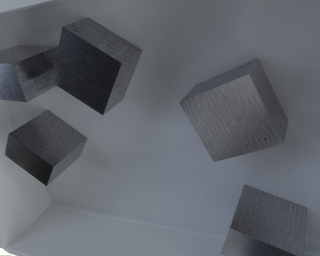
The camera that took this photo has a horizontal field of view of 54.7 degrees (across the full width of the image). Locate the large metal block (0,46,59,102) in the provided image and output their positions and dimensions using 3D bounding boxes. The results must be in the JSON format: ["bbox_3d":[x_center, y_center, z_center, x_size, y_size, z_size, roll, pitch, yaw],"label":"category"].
[{"bbox_3d":[-0.190,-0.077,0.423,0.080,0.080,0.050,7,122,24],"label":"large metal block"}]

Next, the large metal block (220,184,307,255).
[{"bbox_3d":[0.129,0.127,0.383,0.080,0.080,0.050,19,126,16],"label":"large metal block"}]

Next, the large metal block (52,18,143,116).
[{"bbox_3d":[-0.080,-0.076,0.386,0.080,0.050,0.079,33,129,6],"label":"large metal block"}]

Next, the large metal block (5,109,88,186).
[{"bbox_3d":[-0.175,0.029,0.480,0.080,0.080,0.050,35,129,4],"label":"large metal block"}]

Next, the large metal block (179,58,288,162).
[{"bbox_3d":[0.082,-0.017,0.338,0.080,0.050,0.080,-21,108,35],"label":"large metal block"}]
